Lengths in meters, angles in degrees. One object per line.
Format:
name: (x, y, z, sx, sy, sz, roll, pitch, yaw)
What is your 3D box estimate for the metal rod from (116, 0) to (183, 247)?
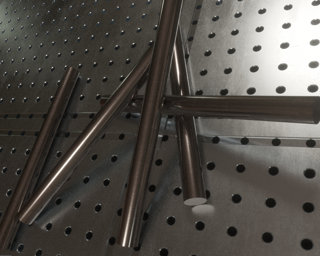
metal rod: (-0.010, -0.015, 0.367, 0.025, 0.025, 0.298, 6, 82, 30)

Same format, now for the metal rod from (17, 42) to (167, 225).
metal rod: (-0.091, 0.009, 0.415, 0.299, 0.025, 0.025, -51, 51, 5)

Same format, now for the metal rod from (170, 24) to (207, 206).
metal rod: (0.029, -0.045, 0.419, 0.025, 0.025, 0.299, -17, 55, 18)

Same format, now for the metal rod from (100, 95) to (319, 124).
metal rod: (0.028, -0.027, 0.371, 0.300, 0.025, 0.025, 6, 64, 43)

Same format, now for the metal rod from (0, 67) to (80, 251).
metal rod: (-0.185, 0.032, 0.483, 0.025, 0.025, 0.300, -1, 61, 27)
